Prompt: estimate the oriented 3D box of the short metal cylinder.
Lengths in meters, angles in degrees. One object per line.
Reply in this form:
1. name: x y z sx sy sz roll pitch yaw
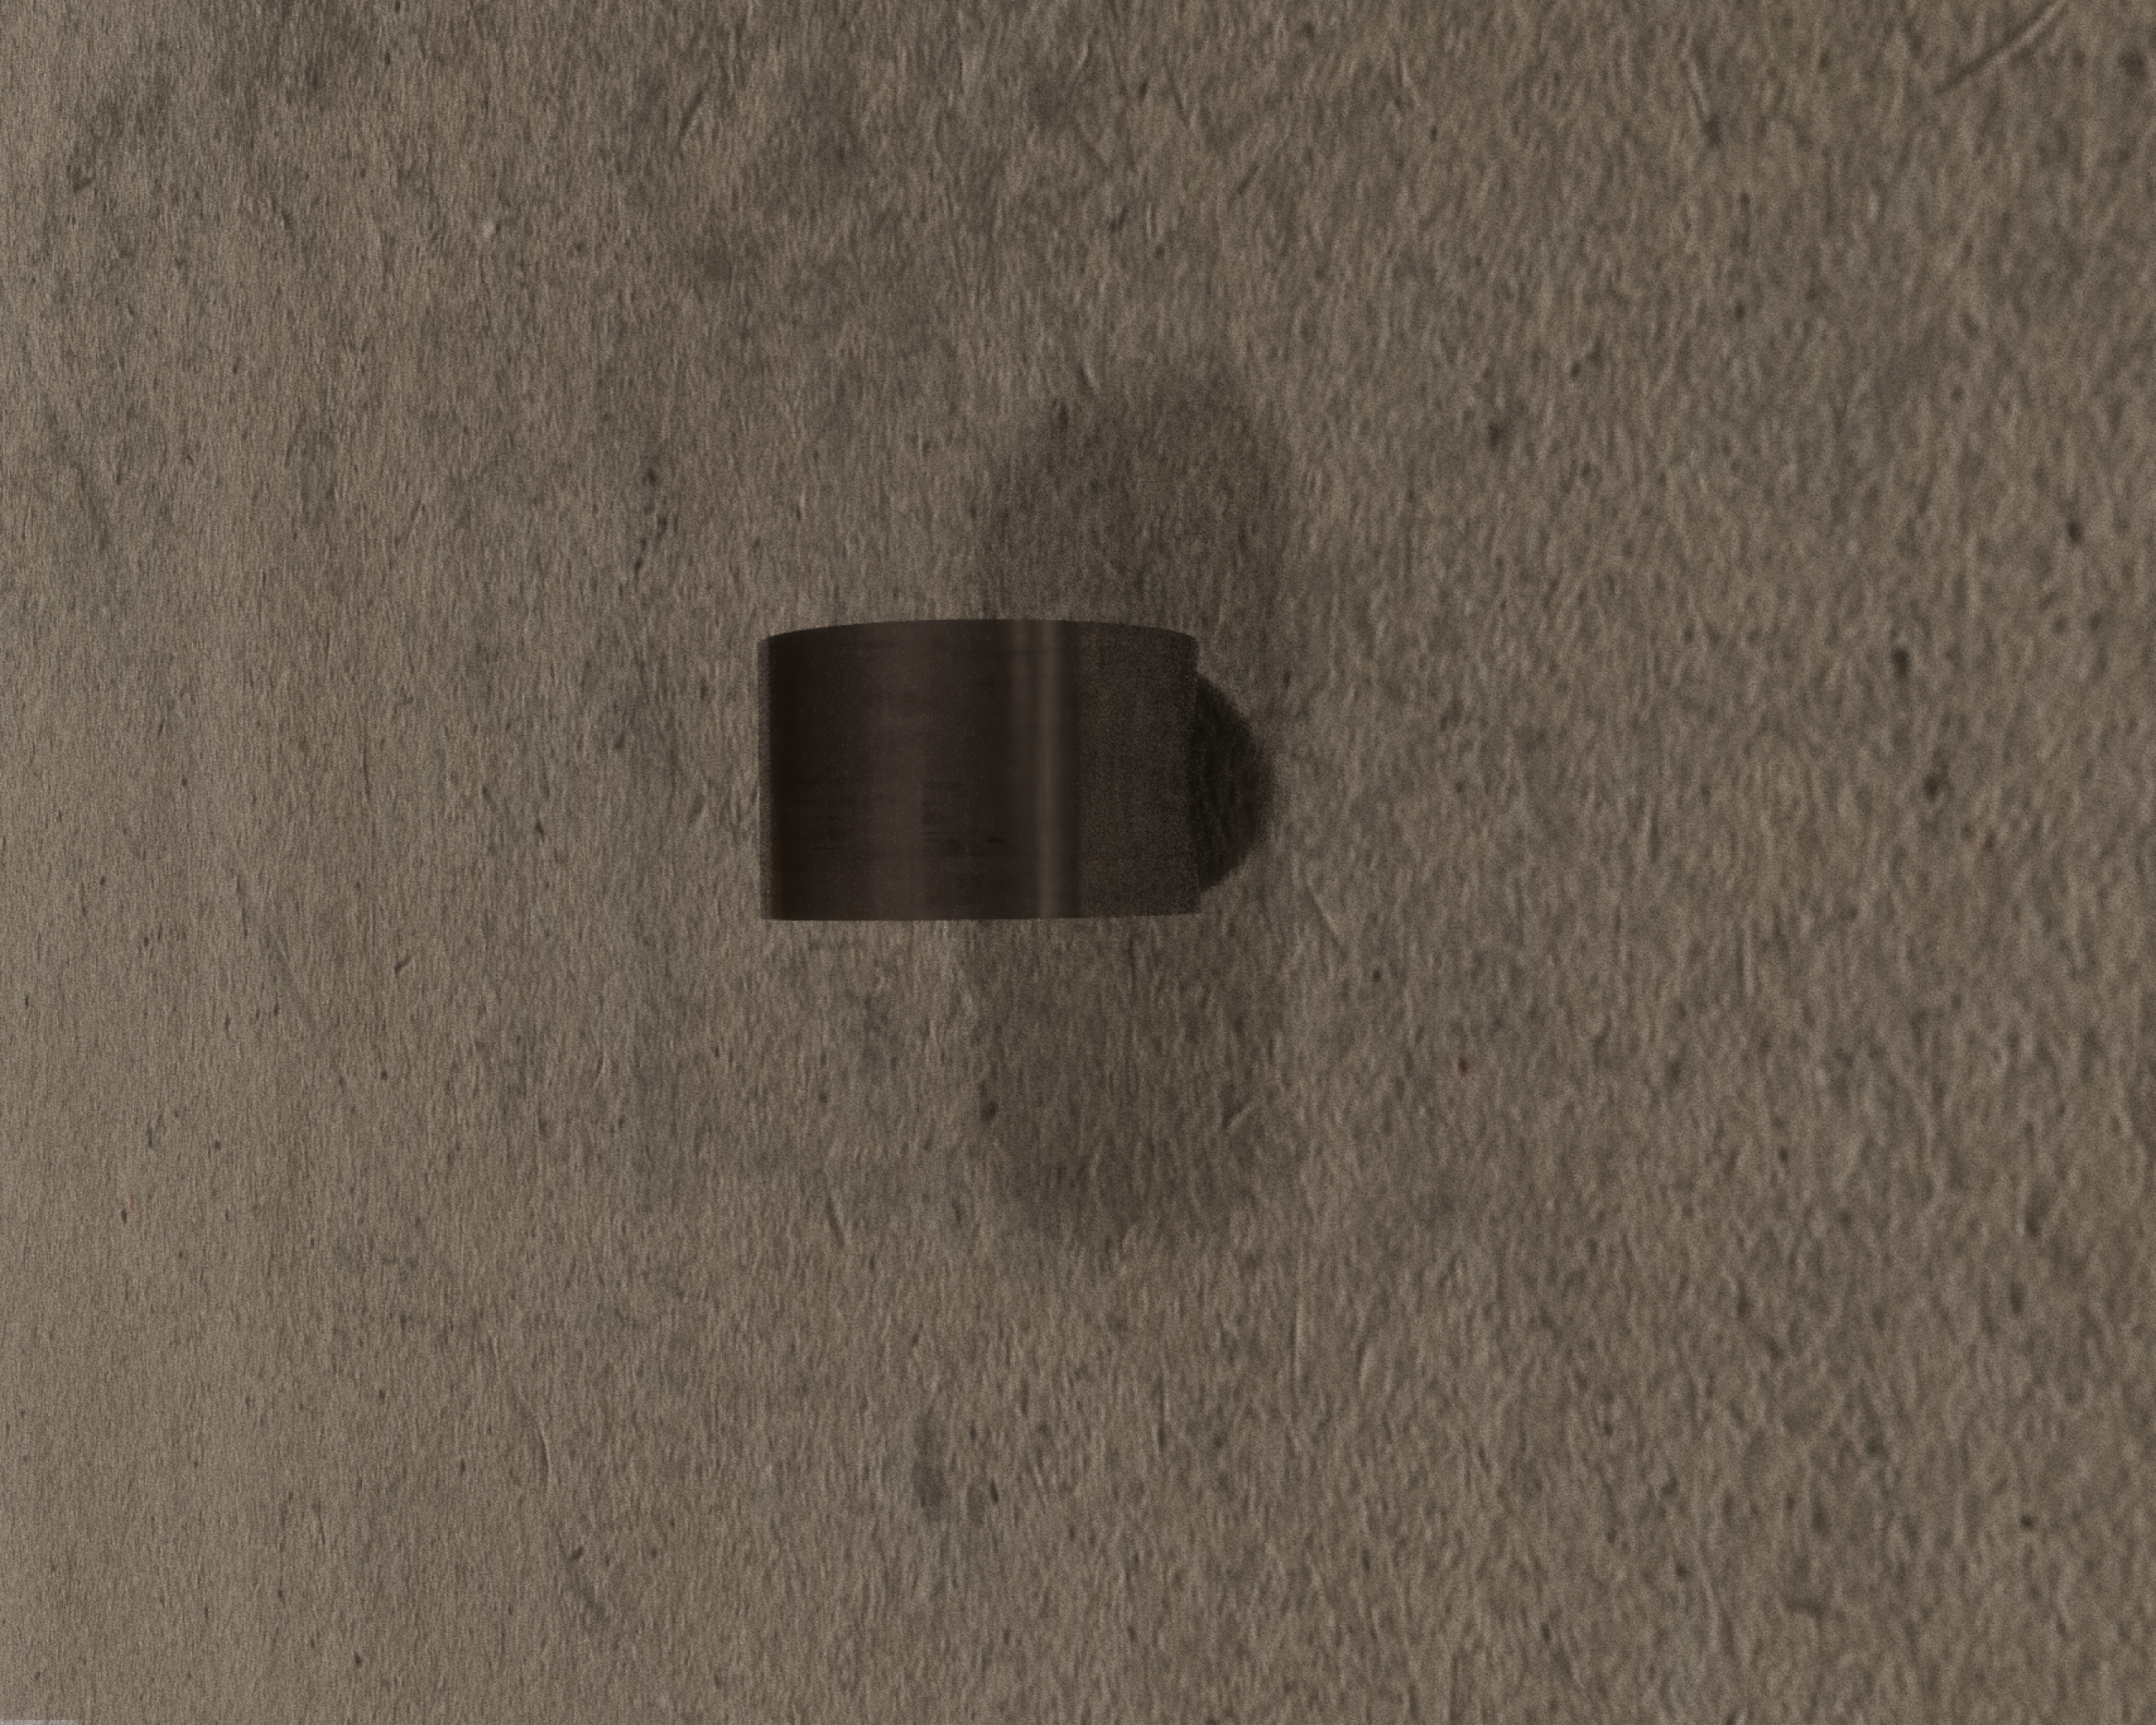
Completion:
1. short metal cylinder: -0.018 -0.015 0.384 0.080 0.081 0.050 -1 90 39
